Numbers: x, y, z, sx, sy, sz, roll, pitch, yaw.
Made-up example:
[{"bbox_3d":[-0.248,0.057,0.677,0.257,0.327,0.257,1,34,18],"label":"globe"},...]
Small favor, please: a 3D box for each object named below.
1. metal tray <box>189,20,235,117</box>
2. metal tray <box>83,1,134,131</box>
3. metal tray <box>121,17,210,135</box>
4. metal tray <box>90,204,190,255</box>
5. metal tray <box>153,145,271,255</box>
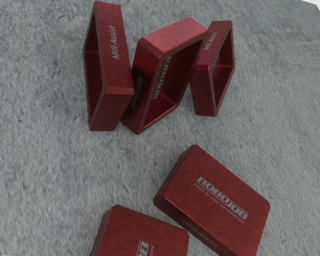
[{"bbox_3d":[0.081,-0.091,0.464,0.030,0.090,0.130,7,47,25],"label":"metal tray"},{"bbox_3d":[-0.066,-0.072,0.370,0.030,0.090,0.130,1,61,-24],"label":"metal tray"},{"bbox_3d":[0.003,-0.059,0.373,0.030,0.129,0.091,40,50,17],"label":"metal tray"},{"bbox_3d":[-0.027,0.151,0.295,0.090,0.030,0.130,25,53,-13],"label":"metal tray"},{"bbox_3d":[0.067,0.093,0.382,0.130,0.030,0.090,39,51,-3],"label":"metal tray"}]
